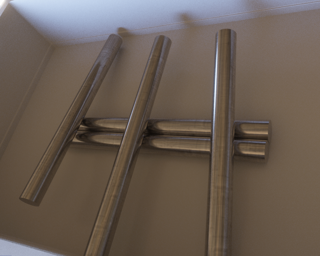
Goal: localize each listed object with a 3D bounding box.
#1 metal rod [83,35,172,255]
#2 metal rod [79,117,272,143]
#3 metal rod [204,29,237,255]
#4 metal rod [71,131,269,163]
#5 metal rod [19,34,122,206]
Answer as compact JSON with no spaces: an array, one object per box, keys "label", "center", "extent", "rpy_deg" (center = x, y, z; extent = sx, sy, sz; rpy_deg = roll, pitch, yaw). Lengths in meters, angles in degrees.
[{"label":"metal rod","center":[-0.032,0.007,0.383],"extent":[0.025,0.025,0.300],"rpy_deg":[2,62,28]},{"label":"metal rod","center":[-0.012,-0.001,0.410],"extent":[0.300,0.025,0.025],"rpy_deg":[2,63,28]},{"label":"metal rod","center":[0.064,0.028,0.323],"extent":[0.025,0.025,0.299],"rpy_deg":[-4,68,26]},{"label":"metal rod","center":[-0.018,0.020,0.400],"extent":[0.300,0.025,0.025],"rpy_deg":[2,63,28]},{"label":"metal rod","center":[-0.117,-0.031,0.452],"extent":[0.025,0.025,0.300],"rpy_deg":[-1,53,27]}]
